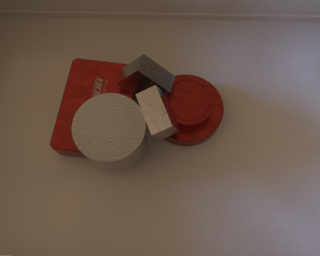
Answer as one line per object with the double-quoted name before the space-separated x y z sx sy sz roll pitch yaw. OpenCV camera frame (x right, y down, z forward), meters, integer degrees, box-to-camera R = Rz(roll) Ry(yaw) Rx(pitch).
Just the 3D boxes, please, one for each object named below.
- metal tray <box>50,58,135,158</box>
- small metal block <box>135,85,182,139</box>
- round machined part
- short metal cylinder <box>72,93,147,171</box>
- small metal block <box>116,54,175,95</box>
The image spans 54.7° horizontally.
"metal tray" -0.082 -0.025 0.411 0.091 0.030 0.130 7 70 2
"small metal block" 0.000 -0.017 0.359 0.025 0.050 0.050 -24 78 11
"round machined part" 0.035 -0.029 0.409 0.099 0.042 0.098 0 70 -1
"short metal cylinder" -0.056 0.006 0.360 0.081 0.050 0.080 0 70 0
"small metal block" -0.018 -0.060 0.389 0.050 0.050 0.025 31 62 -28
